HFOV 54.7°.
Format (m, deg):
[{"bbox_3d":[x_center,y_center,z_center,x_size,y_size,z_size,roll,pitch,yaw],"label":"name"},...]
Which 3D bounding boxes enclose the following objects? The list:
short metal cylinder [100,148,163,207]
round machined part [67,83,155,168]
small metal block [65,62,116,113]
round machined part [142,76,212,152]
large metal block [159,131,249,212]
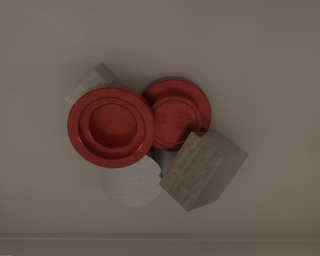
[{"bbox_3d":[-0.036,0.058,0.417,0.081,0.050,0.079,0,110,-1],"label":"short metal cylinder"},{"bbox_3d":[-0.055,-0.005,0.367,0.099,0.042,0.097,0,110,-1],"label":"round machined part"},{"bbox_3d":[-0.083,-0.050,0.376,0.025,0.050,0.050,43,105,-14],"label":"small metal block"},{"bbox_3d":[0.017,-0.014,0.394,0.099,0.042,0.097,0,110,-1],"label":"round machined part"},{"bbox_3d":[0.057,0.052,0.393,0.050,0.080,0.080,40,109,29],"label":"large metal block"}]
